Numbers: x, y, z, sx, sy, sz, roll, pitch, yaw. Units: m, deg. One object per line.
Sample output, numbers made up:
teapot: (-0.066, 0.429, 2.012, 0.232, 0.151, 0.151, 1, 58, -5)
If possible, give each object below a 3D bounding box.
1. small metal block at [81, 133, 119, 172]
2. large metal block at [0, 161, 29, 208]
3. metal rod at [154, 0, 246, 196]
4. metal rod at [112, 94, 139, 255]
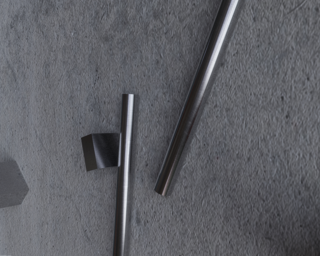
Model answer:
small metal block: (-0.084, 0.035, 0.455, 0.025, 0.050, 0.050, -19, 78, 38)
large metal block: (-0.332, 0.118, 0.638, 0.080, 0.081, 0.050, 51, 120, 27)
metal rod: (0.051, -0.055, 0.361, 0.025, 0.025, 0.298, 30, 108, 35)
metal rod: (-0.051, 0.101, 0.444, 0.025, 0.025, 0.298, 6, 94, 39)
